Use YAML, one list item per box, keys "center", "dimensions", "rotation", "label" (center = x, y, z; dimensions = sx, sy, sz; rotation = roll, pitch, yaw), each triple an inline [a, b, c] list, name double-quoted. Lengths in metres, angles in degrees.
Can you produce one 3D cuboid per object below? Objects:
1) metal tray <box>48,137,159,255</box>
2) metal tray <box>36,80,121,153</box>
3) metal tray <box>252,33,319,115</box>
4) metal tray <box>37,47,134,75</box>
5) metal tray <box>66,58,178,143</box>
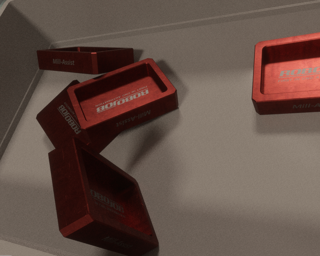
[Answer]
- center: [-0.054, 0.076, 0.319]
  dimensions: [0.030, 0.130, 0.090]
  rotation: [-31, 52, 8]
  label: "metal tray"
- center: [-0.126, -0.009, 0.472]
  dimensions: [0.090, 0.030, 0.130]
  rotation: [-45, 51, -3]
  label: "metal tray"
- center: [0.175, -0.064, 0.349]
  dimensions: [0.130, 0.030, 0.090]
  rotation: [-2, 60, 26]
  label: "metal tray"
- center: [-0.118, -0.111, 0.495]
  dimensions: [0.130, 0.030, 0.091]
  rotation: [11, 22, 32]
  label: "metal tray"
- center: [-0.052, -0.041, 0.425]
  dimensions: [0.131, 0.030, 0.090]
  rotation: [-23, 49, -11]
  label: "metal tray"
